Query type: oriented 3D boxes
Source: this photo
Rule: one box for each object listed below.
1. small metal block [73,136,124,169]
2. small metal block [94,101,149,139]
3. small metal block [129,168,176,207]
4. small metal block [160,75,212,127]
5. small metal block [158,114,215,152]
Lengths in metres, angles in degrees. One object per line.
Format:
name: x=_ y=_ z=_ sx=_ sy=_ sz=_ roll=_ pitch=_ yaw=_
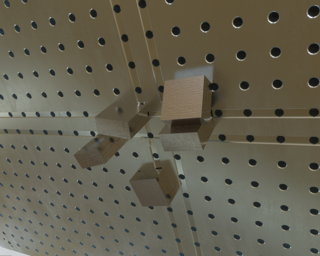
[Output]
small metal block: x=-0.091 y=0.033 z=0.464 sx=0.050 sy=0.050 sz=0.025 roll=-16 pitch=110 yaw=34
small metal block: x=-0.050 y=-0.012 z=0.415 sx=0.050 sy=0.050 sz=0.025 roll=8 pitch=122 yaw=24
small metal block: x=-0.011 y=0.092 z=0.475 sx=0.050 sy=0.025 sz=0.050 roll=-12 pitch=113 yaw=33
small metal block: x=0.031 y=-0.030 z=0.359 sx=0.050 sy=0.050 sz=0.025 roll=-4 pitch=161 yaw=30
small metal block: x=0.033 y=0.004 z=0.379 sx=0.050 sy=0.050 sz=0.025 roll=-4 pitch=120 yaw=30
